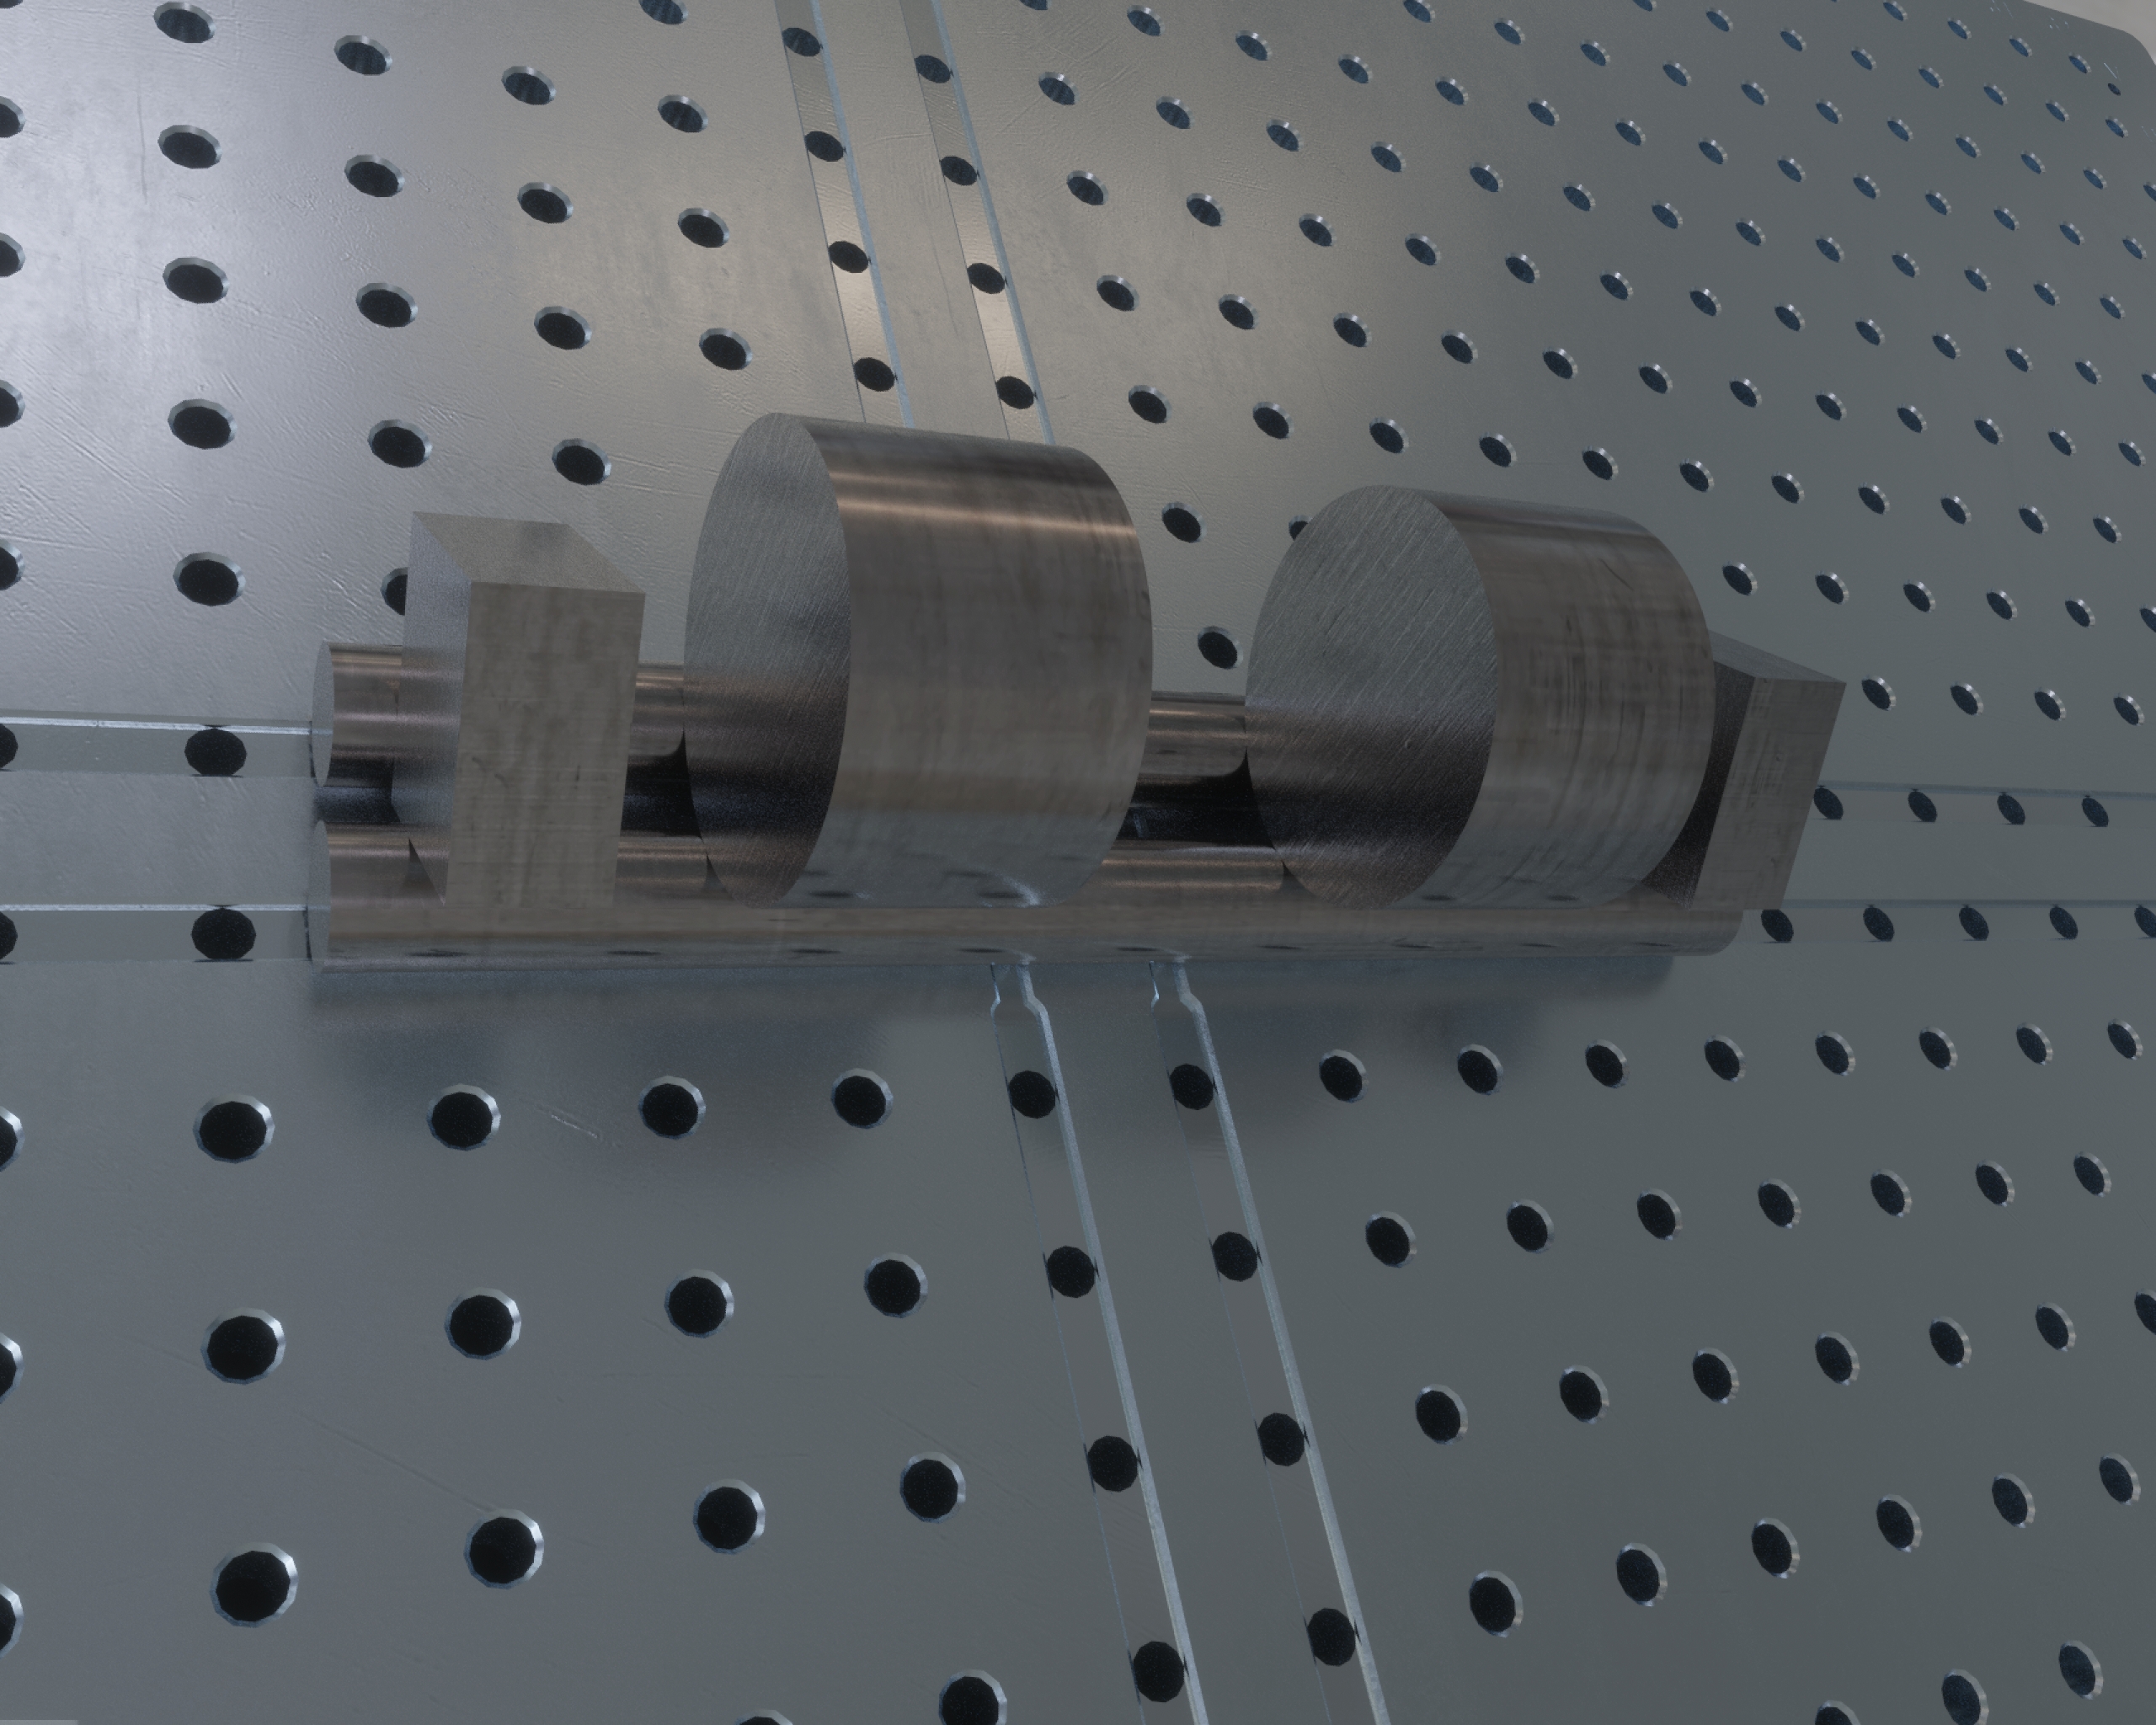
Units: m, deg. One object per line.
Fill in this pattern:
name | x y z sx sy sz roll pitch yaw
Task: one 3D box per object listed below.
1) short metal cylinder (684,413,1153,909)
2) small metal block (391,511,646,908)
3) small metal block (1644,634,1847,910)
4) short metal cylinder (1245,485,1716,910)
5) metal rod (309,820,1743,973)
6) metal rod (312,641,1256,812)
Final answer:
short metal cylinder | -0.029 -0.032 0.348 0.050 0.080 0.080 1 62 -28
small metal block | -0.090 -0.025 0.330 0.025 0.050 0.050 1 20 -28
small metal block | 0.130 -0.022 0.446 0.025 0.050 0.050 0 21 -28
short metal cylinder | 0.075 -0.031 0.404 0.050 0.080 0.080 1 62 -28
metal rod | 0.010 0.007 0.409 0.303 0.025 0.025 1 62 -28
metal rod | 0.005 -0.023 0.425 0.303 0.025 0.025 1 62 -28
